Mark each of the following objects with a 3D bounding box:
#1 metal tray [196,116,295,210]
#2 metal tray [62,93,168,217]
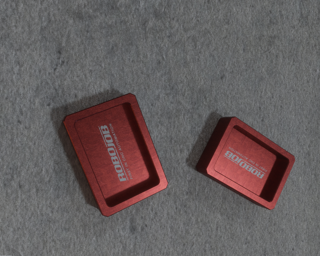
[{"bbox_3d":[0.128,0.052,0.455,0.131,0.030,0.090,31,80,-18],"label":"metal tray"},{"bbox_3d":[-0.054,0.031,0.387,0.091,0.030,0.129,-23,98,-19],"label":"metal tray"}]
